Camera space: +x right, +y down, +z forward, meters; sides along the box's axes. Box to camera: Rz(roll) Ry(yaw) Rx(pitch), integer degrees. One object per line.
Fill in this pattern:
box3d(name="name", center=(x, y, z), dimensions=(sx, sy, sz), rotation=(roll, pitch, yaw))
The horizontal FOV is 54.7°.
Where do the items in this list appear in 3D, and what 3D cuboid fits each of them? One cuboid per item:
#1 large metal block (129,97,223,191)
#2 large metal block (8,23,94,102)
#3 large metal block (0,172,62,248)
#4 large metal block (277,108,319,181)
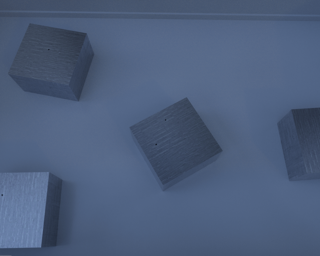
box3d(name="large metal block", center=(0.018, 0.021, 0.389), dimensions=(0.080, 0.050, 0.080), rotation=(-28, 73, -10))
box3d(name="large metal block", center=(-0.146, -0.090, 0.428), dimensions=(0.080, 0.050, 0.080), rotation=(11, 70, 4))
box3d(name="large metal block", center=(-0.165, 0.096, 0.360), dimensions=(0.081, 0.050, 0.080), rotation=(-1, 70, -1))
box3d(name="large metal block", center=(0.204, 0.020, 0.390), dimensions=(0.081, 0.050, 0.080), rotation=(-4, 70, -2))
